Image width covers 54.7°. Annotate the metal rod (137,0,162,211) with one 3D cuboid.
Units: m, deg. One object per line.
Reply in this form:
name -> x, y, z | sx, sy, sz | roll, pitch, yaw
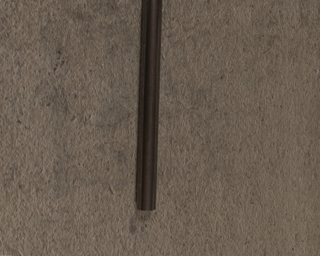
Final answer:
metal rod -> -0.013, -0.044, 0.404 | 0.025, 0.025, 0.298 | 2, 89, -20
